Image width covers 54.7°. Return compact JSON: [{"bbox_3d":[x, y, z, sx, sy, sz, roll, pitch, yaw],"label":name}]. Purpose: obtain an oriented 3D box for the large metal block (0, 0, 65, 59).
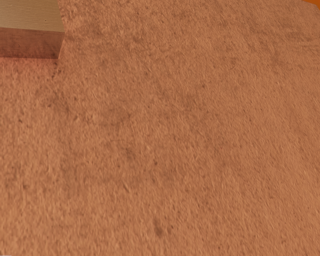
[{"bbox_3d":[-0.169,-0.133,0.378,0.081,0.050,0.080,-5,65,-31],"label":"large metal block"}]
